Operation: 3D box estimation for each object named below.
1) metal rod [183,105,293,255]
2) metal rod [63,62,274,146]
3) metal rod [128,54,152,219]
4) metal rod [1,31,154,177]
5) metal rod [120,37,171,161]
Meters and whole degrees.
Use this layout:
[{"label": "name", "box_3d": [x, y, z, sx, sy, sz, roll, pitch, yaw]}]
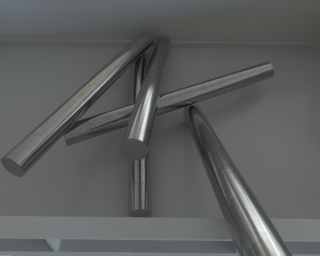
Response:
[{"label": "metal rod", "box_3d": [0.050, 0.026, 0.285, 0.025, 0.025, 0.300, -2, 18, -2]}, {"label": "metal rod", "box_3d": [0.024, -0.038, 0.406, 0.302, 0.025, 0.025, -19, 53, -19]}, {"label": "metal rod", "box_3d": [-0.029, -0.023, 0.424, 0.025, 0.025, 0.300, -2, 50, -2]}, {"label": "metal rod", "box_3d": [-0.078, -0.054, 0.391, 0.025, 0.025, 0.301, 18, 43, 14]}, {"label": "metal rod", "box_3d": [-0.009, -0.062, 0.401, 0.025, 0.025, 0.300, 5, 33, 4]}]
